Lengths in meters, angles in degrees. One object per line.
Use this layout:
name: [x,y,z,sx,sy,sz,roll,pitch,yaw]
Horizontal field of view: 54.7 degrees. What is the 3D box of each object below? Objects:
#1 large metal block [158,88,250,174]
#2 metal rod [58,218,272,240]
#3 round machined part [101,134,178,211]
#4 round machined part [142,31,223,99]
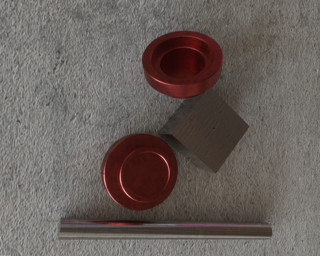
large metal block: [0.059,0.003,0.419,0.080,0.050,0.080,42,77,-16]
metal rod: [0.022,0.138,0.418,0.302,0.025,0.025,8,88,-20]
round machined part: [-0.022,0.056,0.393,0.099,0.042,0.097,0,90,-21]
round machined part: [0.029,-0.076,0.394,0.099,0.042,0.098,-3,55,4]
